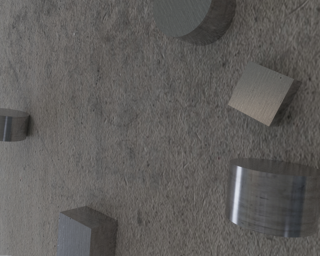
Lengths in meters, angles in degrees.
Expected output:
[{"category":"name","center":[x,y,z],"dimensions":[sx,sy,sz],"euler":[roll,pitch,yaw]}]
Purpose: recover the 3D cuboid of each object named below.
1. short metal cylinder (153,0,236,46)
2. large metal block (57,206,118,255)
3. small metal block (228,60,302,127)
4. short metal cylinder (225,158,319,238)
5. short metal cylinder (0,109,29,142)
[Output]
[{"category":"short metal cylinder","center":[0.039,-0.140,0.357],"dimensions":[0.080,0.050,0.080],"euler":[0,90,40]},{"category":"large metal block","center":[-0.115,0.177,0.484],"dimensions":[0.080,0.050,0.079],"euler":[9,96,39]},{"category":"small metal block","center":[0.106,-0.035,0.317],"dimensions":[0.050,0.025,0.050],"euler":[35,111,34]},{"category":"short metal cylinder","center":[0.103,0.059,0.284],"dimensions":[0.080,0.081,0.050],"euler":[8,95,40]},{"category":"short metal cylinder","center":[-0.311,-0.008,0.626],"dimensions":[0.080,0.081,0.050],"euler":[19,102,38]}]
